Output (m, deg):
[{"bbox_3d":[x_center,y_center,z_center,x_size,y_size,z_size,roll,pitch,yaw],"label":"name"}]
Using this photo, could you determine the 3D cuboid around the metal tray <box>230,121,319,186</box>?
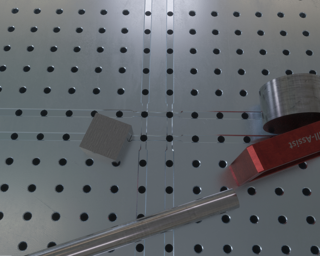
[{"bbox_3d":[0.158,0.026,0.368,0.131,0.090,0.030,-18,71,-7],"label":"metal tray"}]

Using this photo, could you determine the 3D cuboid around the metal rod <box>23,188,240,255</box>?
[{"bbox_3d":[-0.052,0.128,0.364,0.302,0.025,0.025,-16,71,-6],"label":"metal rod"}]

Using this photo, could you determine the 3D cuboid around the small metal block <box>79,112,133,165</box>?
[{"bbox_3d":[-0.069,0.014,0.406,0.050,0.025,0.050,20,71,7],"label":"small metal block"}]

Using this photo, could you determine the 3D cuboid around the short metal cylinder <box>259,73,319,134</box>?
[{"bbox_3d":[0.170,-0.028,0.394,0.081,0.080,0.050,0,70,0],"label":"short metal cylinder"}]
